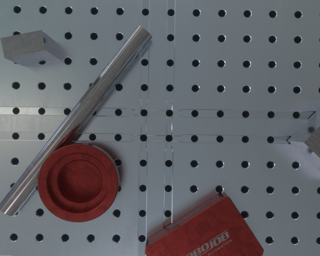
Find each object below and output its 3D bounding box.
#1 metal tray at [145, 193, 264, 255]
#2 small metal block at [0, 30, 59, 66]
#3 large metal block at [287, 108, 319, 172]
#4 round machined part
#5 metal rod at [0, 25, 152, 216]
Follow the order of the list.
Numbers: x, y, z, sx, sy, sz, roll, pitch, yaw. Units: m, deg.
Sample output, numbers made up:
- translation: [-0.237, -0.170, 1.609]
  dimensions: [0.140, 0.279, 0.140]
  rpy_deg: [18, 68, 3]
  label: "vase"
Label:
- translation: [0.057, 0.158, 0.412]
  dimensions: [0.130, 0.030, 0.090]
  rpy_deg: [-33, 90, 0]
  label: "metal tray"
- translation: [-0.166, -0.102, 0.399]
  dimensions: [0.050, 0.050, 0.025]
  rpy_deg: [-11, 90, 0]
  label: "small metal block"
- translation: [0.232, 0.017, 0.403]
  dimensions: [0.080, 0.050, 0.080]
  rpy_deg: [45, 90, 0]
  label: "large metal block"
- translation: [-0.102, 0.068, 0.402]
  dimensions: [0.099, 0.042, 0.097]
  rpy_deg: [0, 92, -4]
  label: "round machined part"
- translation: [-0.112, -0.010, 0.412]
  dimensions: [0.025, 0.025, 0.300]
  rpy_deg: [38, 90, 0]
  label: "metal rod"
